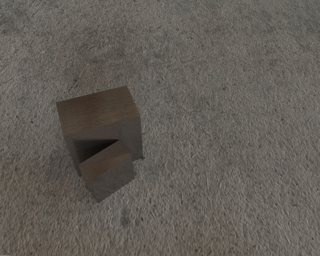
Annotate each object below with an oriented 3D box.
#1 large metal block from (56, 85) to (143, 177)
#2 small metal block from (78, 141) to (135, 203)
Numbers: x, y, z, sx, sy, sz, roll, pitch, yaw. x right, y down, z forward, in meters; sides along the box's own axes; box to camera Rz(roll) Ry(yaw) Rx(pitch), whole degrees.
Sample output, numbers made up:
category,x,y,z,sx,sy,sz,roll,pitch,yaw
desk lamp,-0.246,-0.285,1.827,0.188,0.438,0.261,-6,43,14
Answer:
category,x,y,z,sx,sy,sz,roll,pitch,yaw
large metal block,-0.067,0.005,0.363,0.081,0.080,0.050,-16,52,-13
small metal block,-0.058,0.049,0.345,0.050,0.050,0.025,-32,57,-24
